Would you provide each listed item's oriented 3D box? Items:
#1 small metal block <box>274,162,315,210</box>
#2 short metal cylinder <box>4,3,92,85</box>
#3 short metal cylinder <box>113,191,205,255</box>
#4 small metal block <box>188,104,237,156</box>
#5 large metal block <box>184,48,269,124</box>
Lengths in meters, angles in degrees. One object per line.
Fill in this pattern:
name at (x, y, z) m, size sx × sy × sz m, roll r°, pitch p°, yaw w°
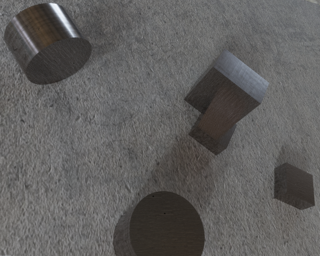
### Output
small metal block at (0.198, 0.086, 0.458) m, size 0.050 × 0.025 × 0.050 m, roll 25°, pitch 53°, yaw -13°
short metal cylinder at (-0.127, -0.095, 0.358) m, size 0.081 × 0.080 × 0.050 m, roll -27°, pitch 77°, yaw -37°
short metal cylinder at (-0.002, 0.111, 0.319) m, size 0.081 × 0.050 × 0.080 m, roll 14°, pitch 56°, yaw -21°
small metal block at (0.076, 0.002, 0.443) m, size 0.050 × 0.025 × 0.050 m, roll 37°, pitch 51°, yaw -3°
large metal block at (0.096, -0.053, 0.452) m, size 0.080 × 0.080 × 0.050 m, roll 37°, pitch 51°, yaw -4°
